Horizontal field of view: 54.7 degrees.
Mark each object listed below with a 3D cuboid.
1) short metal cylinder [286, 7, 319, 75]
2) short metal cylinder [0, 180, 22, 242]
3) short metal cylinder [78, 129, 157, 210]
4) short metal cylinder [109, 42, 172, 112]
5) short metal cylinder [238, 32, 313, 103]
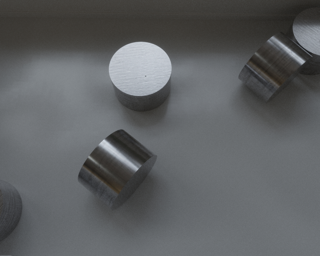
[{"bbox_3d":[0.220,-0.123,0.443,0.081,0.050,0.080,0,70,0],"label":"short metal cylinder"},{"bbox_3d":[-0.211,0.095,0.360,0.081,0.050,0.080,0,70,0],"label":"short metal cylinder"},{"bbox_3d":[-0.048,0.048,0.362,0.050,0.080,0.080,37,74,12],"label":"short metal cylinder"},{"bbox_3d":[-0.025,-0.069,0.421,0.081,0.050,0.080,0,70,0],"label":"short metal cylinder"},{"bbox_3d":[0.151,-0.079,0.410,0.080,0.080,0.050,-40,75,-13],"label":"short metal cylinder"}]
